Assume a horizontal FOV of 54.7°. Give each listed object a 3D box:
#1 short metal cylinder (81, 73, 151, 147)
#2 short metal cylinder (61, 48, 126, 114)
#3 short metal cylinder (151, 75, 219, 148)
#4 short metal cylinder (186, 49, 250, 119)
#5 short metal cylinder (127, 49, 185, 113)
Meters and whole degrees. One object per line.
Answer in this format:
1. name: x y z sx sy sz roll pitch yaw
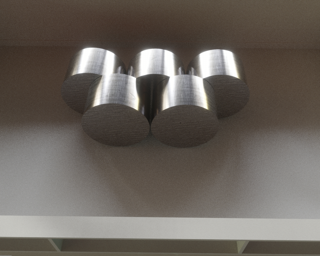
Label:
1. short metal cylinder: -0.052 -0.021 0.384 0.080 0.080 0.050 1 50 0
2. short metal cylinder: -0.087 -0.060 0.417 0.080 0.080 0.050 1 50 0
3. short metal cylinder: 0.030 -0.019 0.383 0.080 0.080 0.050 1 50 0
4. short metal cylinder: 0.075 -0.057 0.416 0.080 0.080 0.050 1 50 1
5. short metal cylinder: -0.006 -0.058 0.416 0.080 0.080 0.050 1 50 0
